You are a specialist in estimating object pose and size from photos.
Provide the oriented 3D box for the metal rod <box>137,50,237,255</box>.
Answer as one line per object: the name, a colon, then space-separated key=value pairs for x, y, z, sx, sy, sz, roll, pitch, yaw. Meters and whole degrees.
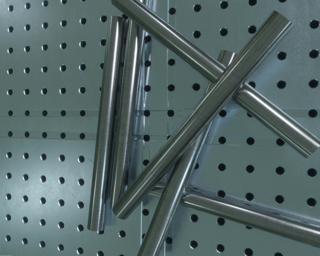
metal rod: x=0.030 y=0.048 z=0.380 sx=0.025 sy=0.025 sz=0.299 roll=22 pitch=89 yaw=18

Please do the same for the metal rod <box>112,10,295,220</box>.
metal rod: x=0.033 y=0.003 z=0.353 sx=0.025 sy=0.025 sz=0.299 roll=45 pitch=114 yaw=14

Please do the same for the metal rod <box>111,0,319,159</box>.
metal rod: x=0.053 y=-0.074 z=0.363 sx=0.300 sy=0.025 sz=0.025 roll=42 pitch=103 yaw=16

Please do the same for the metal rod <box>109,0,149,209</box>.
metal rod: x=-0.043 y=-0.037 z=0.428 sx=0.025 sy=0.025 sz=0.298 roll=7 pitch=92 yaw=20

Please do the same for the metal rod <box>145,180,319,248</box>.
metal rod: x=0.113 y=0.107 z=0.372 sx=0.301 sy=0.025 sz=0.025 roll=13 pitch=94 yaw=19

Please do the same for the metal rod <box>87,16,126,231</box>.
metal rod: x=-0.076 y=-0.005 z=0.439 sx=0.025 sy=0.025 sz=0.298 roll=7 pitch=92 yaw=20
